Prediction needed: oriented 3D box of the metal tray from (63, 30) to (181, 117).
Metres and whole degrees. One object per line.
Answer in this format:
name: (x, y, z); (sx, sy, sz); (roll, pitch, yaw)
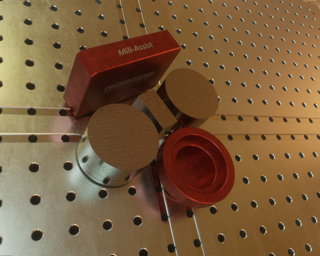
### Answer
metal tray: (-0.045, -0.067, 0.377); (0.131, 0.090, 0.030); (-26, 77, -36)

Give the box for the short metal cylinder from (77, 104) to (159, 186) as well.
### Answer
short metal cylinder: (-0.048, 0.019, 0.350); (0.081, 0.050, 0.080); (14, 56, -21)

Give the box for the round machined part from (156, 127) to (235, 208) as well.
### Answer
round machined part: (0.040, 0.051, 0.382); (0.099, 0.042, 0.098); (14, 56, -21)

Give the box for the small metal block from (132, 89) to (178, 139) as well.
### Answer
small metal block: (-0.012, -0.012, 0.387); (0.025, 0.050, 0.050); (-28, 78, -37)

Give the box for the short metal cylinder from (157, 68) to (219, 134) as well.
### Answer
short metal cylinder: (0.033, -0.035, 0.426); (0.081, 0.050, 0.080); (14, 56, -21)
